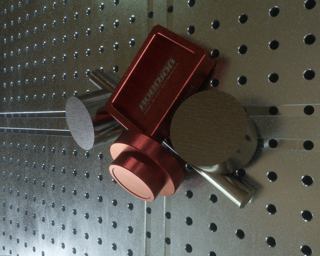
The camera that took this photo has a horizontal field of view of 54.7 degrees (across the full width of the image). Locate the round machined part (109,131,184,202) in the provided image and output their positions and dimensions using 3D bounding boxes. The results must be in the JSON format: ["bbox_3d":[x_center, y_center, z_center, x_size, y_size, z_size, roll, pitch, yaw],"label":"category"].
[{"bbox_3d":[-0.023,0.053,0.382,0.098,0.042,0.098,27,148,19],"label":"round machined part"}]

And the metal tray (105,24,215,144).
[{"bbox_3d":[-0.004,-0.054,0.390,0.090,0.030,0.130,39,100,33],"label":"metal tray"}]

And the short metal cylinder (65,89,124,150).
[{"bbox_3d":[-0.097,-0.013,0.458,0.080,0.050,0.079,24,124,42],"label":"short metal cylinder"}]

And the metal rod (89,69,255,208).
[{"bbox_3d":[-0.004,-0.003,0.413,0.300,0.025,0.025,39,114,33],"label":"metal rod"}]

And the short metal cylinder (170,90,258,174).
[{"bbox_3d":[0.058,0.006,0.330,0.080,0.050,0.080,-9,69,26],"label":"short metal cylinder"}]
